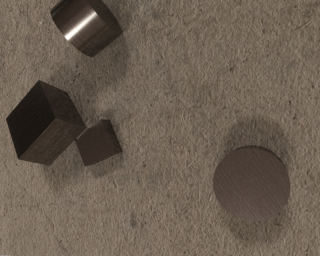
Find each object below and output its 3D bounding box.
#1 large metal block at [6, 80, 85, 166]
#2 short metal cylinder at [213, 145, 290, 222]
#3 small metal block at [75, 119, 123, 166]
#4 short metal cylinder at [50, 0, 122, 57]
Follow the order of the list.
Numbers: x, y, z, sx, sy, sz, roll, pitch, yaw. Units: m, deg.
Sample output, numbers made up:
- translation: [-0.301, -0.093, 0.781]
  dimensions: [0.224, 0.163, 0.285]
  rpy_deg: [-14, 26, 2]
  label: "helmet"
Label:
- translation: [-0.163, -0.006, 0.438]
  dimensions: [0.080, 0.050, 0.080]
  rpy_deg: [-44, 55, 14]
  label: "large metal block"
- translation: [0.106, 0.061, 0.358]
  dimensions: [0.080, 0.050, 0.079]
  rpy_deg: [0, 90, 19]
  label: "short metal cylinder"
- translation: [-0.088, 0.021, 0.439]
  dimensions: [0.050, 0.025, 0.050]
  rpy_deg: [-25, 82, 18]
  label: "small metal block"
- translation: [-0.096, -0.142, 0.412]
  dimensions: [0.050, 0.080, 0.080]
  rpy_deg: [-35, 79, 16]
  label: "short metal cylinder"
